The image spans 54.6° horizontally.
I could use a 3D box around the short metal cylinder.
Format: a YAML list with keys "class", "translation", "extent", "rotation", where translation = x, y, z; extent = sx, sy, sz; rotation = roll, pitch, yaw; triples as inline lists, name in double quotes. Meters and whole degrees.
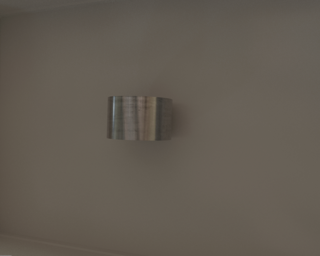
- class: "short metal cylinder"
  translation: [-0.025, -0.012, 0.387]
  extent: [0.080, 0.080, 0.050]
  rotation: [2, 91, 20]
